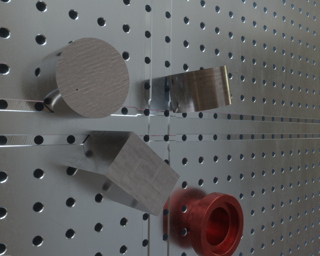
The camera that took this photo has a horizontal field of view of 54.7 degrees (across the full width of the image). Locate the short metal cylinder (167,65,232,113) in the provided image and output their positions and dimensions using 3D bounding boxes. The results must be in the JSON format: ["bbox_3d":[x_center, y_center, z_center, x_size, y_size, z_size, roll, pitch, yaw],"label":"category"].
[{"bbox_3d":[0.053,-0.052,0.418,0.081,0.080,0.050,-17,101,-39],"label":"short metal cylinder"}]

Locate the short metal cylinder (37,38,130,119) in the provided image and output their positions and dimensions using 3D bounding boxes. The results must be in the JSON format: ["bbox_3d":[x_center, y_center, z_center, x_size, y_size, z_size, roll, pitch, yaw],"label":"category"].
[{"bbox_3d":[-0.080,-0.049,0.326,0.081,0.050,0.079,0,90,-40],"label":"short metal cylinder"}]

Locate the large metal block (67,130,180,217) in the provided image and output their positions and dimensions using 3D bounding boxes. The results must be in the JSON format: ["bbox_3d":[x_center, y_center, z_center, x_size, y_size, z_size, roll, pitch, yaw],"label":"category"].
[{"bbox_3d":[-0.040,0.047,0.340,0.080,0.080,0.050,46,63,-30],"label":"large metal block"}]

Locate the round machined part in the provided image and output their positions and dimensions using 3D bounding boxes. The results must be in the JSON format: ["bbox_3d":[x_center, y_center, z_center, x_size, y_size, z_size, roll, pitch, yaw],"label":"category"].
[{"bbox_3d":[0.079,0.145,0.465,0.099,0.042,0.097,0,90,-40],"label":"round machined part"}]
